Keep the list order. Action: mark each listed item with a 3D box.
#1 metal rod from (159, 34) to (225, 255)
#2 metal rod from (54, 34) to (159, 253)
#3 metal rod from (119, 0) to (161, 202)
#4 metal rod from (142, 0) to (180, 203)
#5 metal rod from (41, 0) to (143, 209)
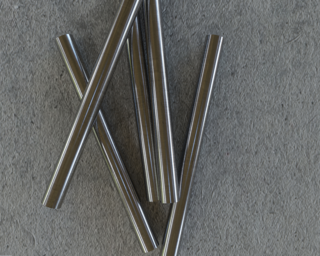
[{"bbox_3d":[0.042,0.027,0.410,0.025,0.025,0.298,12,90,0],"label":"metal rod"},{"bbox_3d":[-0.070,0.020,0.409,0.025,0.025,0.299,-23,90,0],"label":"metal rod"},{"bbox_3d":[-0.026,-0.054,0.409,0.025,0.025,0.298,-8,90,0],"label":"metal rod"},{"bbox_3d":[-0.001,-0.056,0.399,0.025,0.025,0.298,-5,86,0],"label":"metal rod"},{"bbox_3d":[-0.080,-0.045,0.383,0.025,0.025,0.299,22,90,0],"label":"metal rod"}]
